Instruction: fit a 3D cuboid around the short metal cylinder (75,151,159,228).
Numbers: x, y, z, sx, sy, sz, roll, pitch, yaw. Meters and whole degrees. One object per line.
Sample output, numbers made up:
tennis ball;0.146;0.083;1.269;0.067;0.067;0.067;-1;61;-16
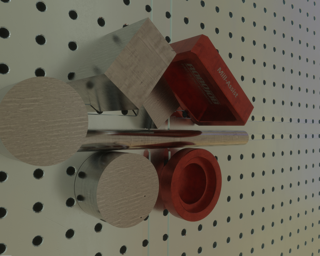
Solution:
short metal cylinder;-0.048;0.067;0.352;0.081;0.050;0.080;0;90;-40

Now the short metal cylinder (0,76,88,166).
short metal cylinder;-0.117;-0.006;0.294;0.081;0.050;0.080;0;90;-40

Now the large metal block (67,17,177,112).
large metal block;-0.042;-0.065;0.338;0.050;0.080;0.080;47;62;-31

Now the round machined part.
round machined part;0.038;0.076;0.430;0.099;0.042;0.097;0;90;-40

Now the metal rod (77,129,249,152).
metal rod;0.025;0.015;0.429;0.302;0.025;0.025;1;90;-40

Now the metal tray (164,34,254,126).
metal tray;0.054;-0.056;0.411;0.130;0.090;0.030;47;62;-30

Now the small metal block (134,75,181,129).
small metal block;-0.008;-0.034;0.403;0.050;0.025;0.050;-47;118;-30
